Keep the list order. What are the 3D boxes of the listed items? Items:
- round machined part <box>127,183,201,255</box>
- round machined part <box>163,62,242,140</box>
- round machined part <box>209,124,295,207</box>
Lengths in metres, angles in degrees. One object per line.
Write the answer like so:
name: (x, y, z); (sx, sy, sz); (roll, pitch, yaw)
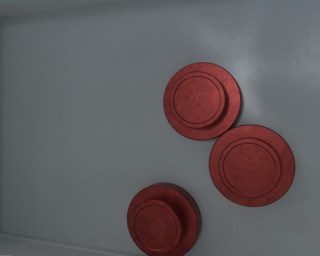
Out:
round machined part: (0.001, 0.123, 0.401); (0.098, 0.042, 0.097); (0, 90, 20)
round machined part: (0.050, -0.033, 0.384); (0.098, 0.042, 0.097); (0, 90, 20)
round machined part: (0.106, 0.045, 0.364); (0.098, 0.042, 0.097); (0, 90, 19)
